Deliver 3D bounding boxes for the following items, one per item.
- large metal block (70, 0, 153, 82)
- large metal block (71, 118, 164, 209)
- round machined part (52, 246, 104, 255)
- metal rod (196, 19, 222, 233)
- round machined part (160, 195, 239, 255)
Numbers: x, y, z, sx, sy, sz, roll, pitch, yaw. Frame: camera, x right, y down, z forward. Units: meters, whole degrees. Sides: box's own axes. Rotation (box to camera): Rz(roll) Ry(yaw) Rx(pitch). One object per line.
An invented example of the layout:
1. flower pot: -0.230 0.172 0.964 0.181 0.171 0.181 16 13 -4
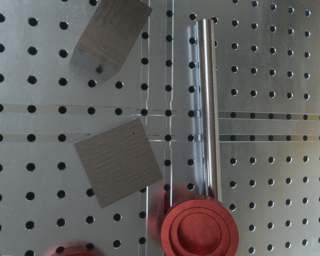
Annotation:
1. large metal block: -0.060 -0.106 0.361 0.050 0.080 0.080 29 81 -18
2. large metal block: -0.053 0.039 0.380 0.081 0.050 0.080 -23 98 -19
3. round machined part: -0.100 0.197 0.367 0.099 0.042 0.097 0 90 -20
4. metal rod: 0.070 0.000 0.438 0.025 0.025 0.298 -3 91 -20
5. round machined part: 0.052 0.136 0.409 0.099 0.042 0.097 0 92 7
